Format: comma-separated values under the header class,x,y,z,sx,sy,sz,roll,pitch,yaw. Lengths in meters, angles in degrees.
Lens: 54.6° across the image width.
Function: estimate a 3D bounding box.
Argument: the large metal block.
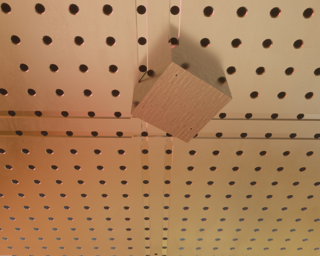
class,x,y,z,sx,sy,sz,roll,pitch,yaw
large metal block,0.023,-0.040,0.361,0.080,0.050,0.080,27,125,-21
